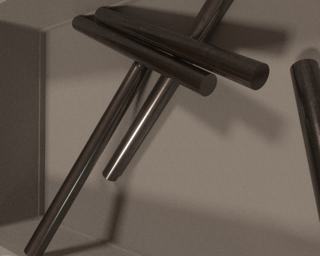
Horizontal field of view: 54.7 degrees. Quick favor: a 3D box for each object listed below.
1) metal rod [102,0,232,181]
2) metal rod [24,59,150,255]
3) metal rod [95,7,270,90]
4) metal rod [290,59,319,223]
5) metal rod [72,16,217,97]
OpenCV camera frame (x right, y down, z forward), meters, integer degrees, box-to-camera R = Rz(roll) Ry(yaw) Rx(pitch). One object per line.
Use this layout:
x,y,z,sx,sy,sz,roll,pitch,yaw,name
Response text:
0.000,-0.042,0.405,0.025,0.025,0.298,48,118,29,metal rod
-0.096,0.039,0.420,0.025,0.025,0.299,29,88,36,metal rod
0.000,-0.109,0.376,0.300,0.025,0.025,36,112,43,metal rod
0.128,0.071,0.219,0.025,0.025,0.299,-23,50,37,metal rod
-0.042,-0.109,0.416,0.300,0.025,0.025,35,112,41,metal rod
